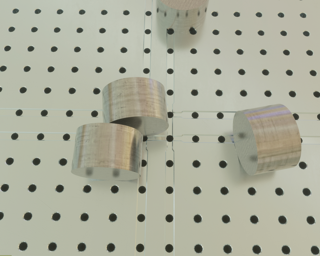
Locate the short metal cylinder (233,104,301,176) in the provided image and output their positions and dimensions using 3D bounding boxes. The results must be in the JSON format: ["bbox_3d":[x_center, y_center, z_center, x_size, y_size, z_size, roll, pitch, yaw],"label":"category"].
[{"bbox_3d":[0.127,0.014,0.378,0.050,0.080,0.080,-10,71,-4],"label":"short metal cylinder"}]

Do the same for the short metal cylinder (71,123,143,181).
[{"bbox_3d":[-0.062,0.031,0.371,0.080,0.080,0.050,2,70,1],"label":"short metal cylinder"}]

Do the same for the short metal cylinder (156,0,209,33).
[{"bbox_3d":[0.033,-0.194,0.469,0.081,0.050,0.080,0,70,0],"label":"short metal cylinder"}]

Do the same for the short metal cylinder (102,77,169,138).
[{"bbox_3d":[-0.031,-0.023,0.390,0.081,0.080,0.050,-5,70,-2],"label":"short metal cylinder"}]
